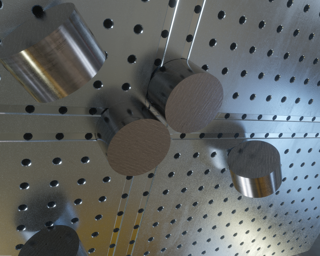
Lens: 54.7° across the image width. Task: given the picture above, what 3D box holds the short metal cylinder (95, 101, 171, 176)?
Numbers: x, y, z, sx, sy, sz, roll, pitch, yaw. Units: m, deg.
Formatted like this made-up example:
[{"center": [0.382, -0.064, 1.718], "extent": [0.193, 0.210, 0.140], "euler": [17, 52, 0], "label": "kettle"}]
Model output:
[{"center": [-0.034, 0.013, 0.386], "extent": [0.081, 0.050, 0.079], "euler": [-14, 125, -21], "label": "short metal cylinder"}]

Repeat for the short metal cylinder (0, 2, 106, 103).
[{"center": [-0.097, -0.069, 0.281], "extent": [0.080, 0.080, 0.050], "euler": [-35, 129, -5], "label": "short metal cylinder"}]

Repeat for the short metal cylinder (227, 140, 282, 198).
[{"center": [0.154, 0.066, 0.504], "extent": [0.080, 0.080, 0.050], "euler": [-30, 129, -10], "label": "short metal cylinder"}]

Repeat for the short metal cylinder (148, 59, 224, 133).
[{"center": [0.031, -0.040, 0.389], "extent": [0.081, 0.050, 0.079], "euler": [-15, 125, -21], "label": "short metal cylinder"}]

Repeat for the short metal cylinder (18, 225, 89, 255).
[{"center": [-0.139, 0.178, 0.411], "extent": [0.081, 0.080, 0.050], "euler": [-23, 127, -15], "label": "short metal cylinder"}]
